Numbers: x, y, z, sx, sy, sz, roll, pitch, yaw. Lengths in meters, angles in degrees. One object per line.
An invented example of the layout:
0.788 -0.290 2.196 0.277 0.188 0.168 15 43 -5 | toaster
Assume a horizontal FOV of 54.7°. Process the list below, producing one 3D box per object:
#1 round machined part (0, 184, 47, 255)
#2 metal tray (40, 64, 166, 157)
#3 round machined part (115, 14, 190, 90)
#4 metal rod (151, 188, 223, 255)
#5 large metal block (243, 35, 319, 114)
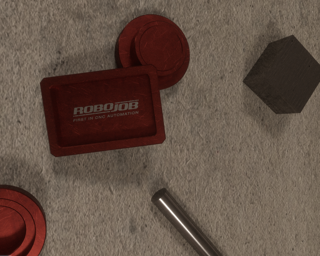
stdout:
-0.175 0.110 0.336 0.099 0.042 0.097 0 90 -21 | round machined part
-0.063 -0.020 0.359 0.131 0.030 0.089 -7 93 0 | metal tray
-0.005 -0.098 0.399 0.099 0.042 0.097 0 90 -21 | round machined part
0.090 0.202 0.444 0.025 0.025 0.300 -43 104 -15 | metal rod
0.187 -0.078 0.467 0.080 0.050 0.080 40 77 -16 | large metal block
